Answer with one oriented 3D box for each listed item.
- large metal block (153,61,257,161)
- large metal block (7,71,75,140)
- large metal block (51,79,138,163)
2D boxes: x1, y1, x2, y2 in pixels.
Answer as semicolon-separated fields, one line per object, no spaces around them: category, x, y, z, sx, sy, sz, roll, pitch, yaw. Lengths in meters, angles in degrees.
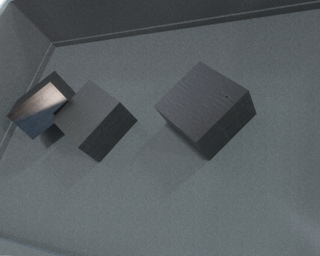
large metal block;0.054;-0.022;0.374;0.080;0.050;0.080;-45;51;-3
large metal block;-0.182;-0.038;0.487;0.080;0.050;0.080;-38;25;3
large metal block;-0.094;-0.011;0.444;0.080;0.050;0.080;-49;52;-6
